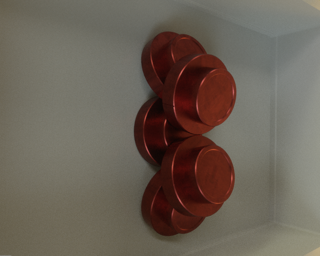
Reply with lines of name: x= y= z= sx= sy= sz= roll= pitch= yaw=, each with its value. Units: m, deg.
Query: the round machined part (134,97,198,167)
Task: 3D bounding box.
round machined part: x=0.018 y=0.004 z=0.408 sx=0.099 sy=0.042 sz=0.097 roll=1 pitch=88 yaw=-40

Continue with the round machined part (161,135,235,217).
round machined part: x=0.052 y=0.056 z=0.371 sx=0.099 sy=0.042 sz=0.098 roll=11 pitch=72 yaw=-38

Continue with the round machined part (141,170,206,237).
round machined part: x=0.028 y=0.096 z=0.399 sx=0.099 sy=0.042 sz=0.097 roll=-15 pitch=114 yaw=-36

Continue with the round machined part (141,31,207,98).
round machined part: x=0.028 y=-0.082 z=0.402 sx=0.099 sy=0.042 sz=0.098 roll=16 pitch=64 yaw=-35

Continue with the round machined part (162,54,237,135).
round machined part: x=0.054 y=-0.039 z=0.372 sx=0.099 sy=0.042 sz=0.097 roll=-13 pitch=110 yaw=-37
